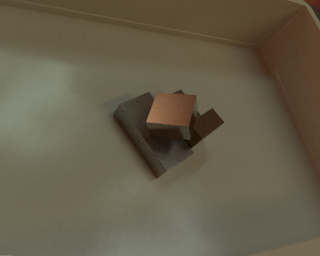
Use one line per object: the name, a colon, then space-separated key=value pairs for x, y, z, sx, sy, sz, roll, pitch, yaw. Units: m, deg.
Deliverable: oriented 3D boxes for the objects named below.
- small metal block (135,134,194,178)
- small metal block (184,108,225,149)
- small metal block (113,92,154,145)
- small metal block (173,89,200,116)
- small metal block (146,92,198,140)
small metal block: x=0.006 y=0.027 z=0.392 sx=0.050 sy=0.025 sz=0.050 roll=-28 pitch=77 yaw=-38
small metal block: x=0.050 y=0.005 z=0.413 sx=0.050 sy=0.050 sz=0.025 roll=-32 pitch=80 yaw=-39
small metal block: x=-0.023 y=-0.013 z=0.401 sx=0.050 sy=0.025 sz=0.050 roll=-28 pitch=77 yaw=-38
small metal block: x=0.022 y=-0.020 z=0.429 sx=0.050 sy=0.025 sz=0.050 roll=-28 pitch=77 yaw=-38
small metal block: x=0.016 y=-0.015 z=0.375 sx=0.050 sy=0.025 sz=0.050 roll=6 pitch=51 yaw=15
